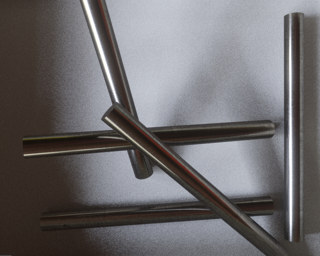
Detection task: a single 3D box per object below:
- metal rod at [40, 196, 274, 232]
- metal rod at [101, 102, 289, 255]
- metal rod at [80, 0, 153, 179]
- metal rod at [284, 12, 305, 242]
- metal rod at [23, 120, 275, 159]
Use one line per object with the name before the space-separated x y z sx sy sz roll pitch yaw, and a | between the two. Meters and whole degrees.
metal rod | -0.003 0.114 0.411 0.302 0.025 0.025 -4 90 -1
metal rod | 0.054 0.077 0.368 0.300 0.025 0.025 41 90 -18
metal rod | -0.054 -0.069 0.348 0.025 0.025 0.298 -14 116 0
metal rod | 0.179 -0.001 0.413 0.025 0.025 0.298 0 90 -1
metal rod | 0.002 0.011 0.370 0.303 0.025 0.025 -4 90 -17
